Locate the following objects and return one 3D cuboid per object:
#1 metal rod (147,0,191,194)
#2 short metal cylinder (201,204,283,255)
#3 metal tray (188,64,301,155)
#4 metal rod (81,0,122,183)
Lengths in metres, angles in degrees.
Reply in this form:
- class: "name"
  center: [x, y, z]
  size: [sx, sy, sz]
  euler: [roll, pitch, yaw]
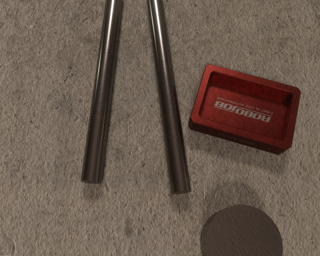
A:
- class: "metal rod"
  center: [0.009, -0.060, 0.430]
  size: [0.025, 0.025, 0.299]
  euler: [-6, 70, -3]
- class: "short metal cylinder"
  center: [0.089, 0.130, 0.349]
  size: [0.081, 0.050, 0.080]
  euler: [0, 70, 0]
- class: "metal tray"
  center: [0.113, -0.026, 0.416]
  size: [0.131, 0.030, 0.090]
  euler: [16, 71, 5]
- class: "metal rod"
  center: [-0.078, -0.073, 0.433]
  size: [0.025, 0.025, 0.299]
  euler: [3, 70, 1]
